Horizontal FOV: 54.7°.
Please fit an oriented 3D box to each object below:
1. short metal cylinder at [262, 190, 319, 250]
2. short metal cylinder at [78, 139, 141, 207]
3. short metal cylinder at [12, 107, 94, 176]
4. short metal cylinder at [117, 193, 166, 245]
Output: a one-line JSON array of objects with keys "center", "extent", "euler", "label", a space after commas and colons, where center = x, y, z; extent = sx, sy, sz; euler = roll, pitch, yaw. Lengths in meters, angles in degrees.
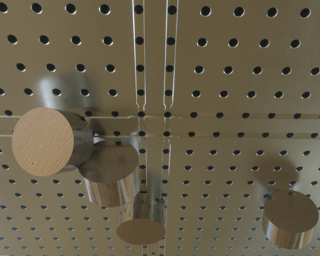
[{"center": [0.210, 0.148, 0.505], "extent": [0.080, 0.080, 0.050], "euler": [-6, 130, 5], "label": "short metal cylinder"}, {"center": [-0.068, 0.061, 0.427], "extent": [0.081, 0.080, 0.050], "euler": [-1, 130, 0], "label": "short metal cylinder"}, {"center": [-0.130, 0.017, 0.380], "extent": [0.080, 0.050, 0.080], "euler": [-1, 87, 13], "label": "short metal cylinder"}, {"center": [-0.031, 0.156, 0.528], "extent": [0.081, 0.050, 0.079], "euler": [0, 130, 0], "label": "short metal cylinder"}]
